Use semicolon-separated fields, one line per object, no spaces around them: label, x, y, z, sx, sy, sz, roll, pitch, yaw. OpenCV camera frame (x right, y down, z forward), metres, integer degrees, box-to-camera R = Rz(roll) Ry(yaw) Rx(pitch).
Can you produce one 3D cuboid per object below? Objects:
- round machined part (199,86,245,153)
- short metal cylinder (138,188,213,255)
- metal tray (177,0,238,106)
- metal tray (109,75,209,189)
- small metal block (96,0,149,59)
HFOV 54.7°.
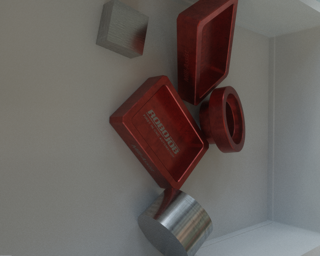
round machined part;0.091;-0.011;0.462;0.098;0.042;0.098;21;65;-56
short metal cylinder;0.019;0.122;0.389;0.050;0.080;0.080;-41;115;-33
metal tray;0.062;-0.104;0.414;0.090;0.030;0.129;-43;148;-30
metal tray;0.005;0.008;0.409;0.090;0.030;0.130;-50;120;-28
small metal block;-0.044;-0.117;0.371;0.050;0.025;0.050;15;81;-39
